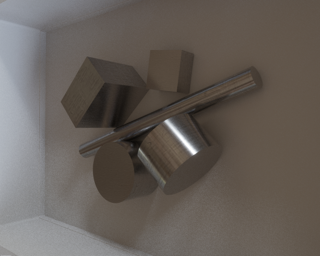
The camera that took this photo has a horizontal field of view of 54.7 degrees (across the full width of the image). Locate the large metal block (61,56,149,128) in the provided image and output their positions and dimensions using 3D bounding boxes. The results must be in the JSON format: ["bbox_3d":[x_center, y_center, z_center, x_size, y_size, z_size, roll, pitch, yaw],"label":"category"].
[{"bbox_3d":[-0.076,-0.046,0.430,0.080,0.081,0.050,-51,61,28],"label":"large metal block"}]

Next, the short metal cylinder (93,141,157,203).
[{"bbox_3d":[-0.046,0.058,0.424,0.080,0.050,0.079,0,90,39],"label":"short metal cylinder"}]

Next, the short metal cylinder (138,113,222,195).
[{"bbox_3d":[0.022,0.030,0.349,0.050,0.081,0.080,50,119,28],"label":"short metal cylinder"}]

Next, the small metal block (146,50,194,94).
[{"bbox_3d":[0.012,-0.072,0.393,0.050,0.025,0.050,11,97,39],"label":"small metal block"}]

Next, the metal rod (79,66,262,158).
[{"bbox_3d":[-0.010,-0.008,0.412,0.299,0.025,0.025,-22,76,37],"label":"metal rod"}]
